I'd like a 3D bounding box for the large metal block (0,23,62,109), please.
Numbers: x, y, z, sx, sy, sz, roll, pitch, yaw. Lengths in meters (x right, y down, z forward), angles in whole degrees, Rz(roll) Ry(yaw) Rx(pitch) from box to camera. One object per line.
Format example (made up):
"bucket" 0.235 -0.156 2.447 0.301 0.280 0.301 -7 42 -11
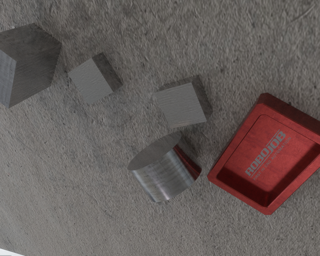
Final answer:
"large metal block" -0.187 -0.085 0.417 0.050 0.080 0.079 36 129 4

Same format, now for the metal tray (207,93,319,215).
"metal tray" 0.123 0.035 0.359 0.090 0.030 0.129 31 128 8

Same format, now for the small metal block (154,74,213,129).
"small metal block" 0.029 -0.031 0.373 0.050 0.025 0.050 -12 113 33

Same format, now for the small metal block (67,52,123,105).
"small metal block" -0.086 -0.065 0.412 0.050 0.025 0.050 -21 107 36

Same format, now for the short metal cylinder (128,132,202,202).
"short metal cylinder" 0.006 0.049 0.398 0.080 0.080 0.050 -24 106 36
